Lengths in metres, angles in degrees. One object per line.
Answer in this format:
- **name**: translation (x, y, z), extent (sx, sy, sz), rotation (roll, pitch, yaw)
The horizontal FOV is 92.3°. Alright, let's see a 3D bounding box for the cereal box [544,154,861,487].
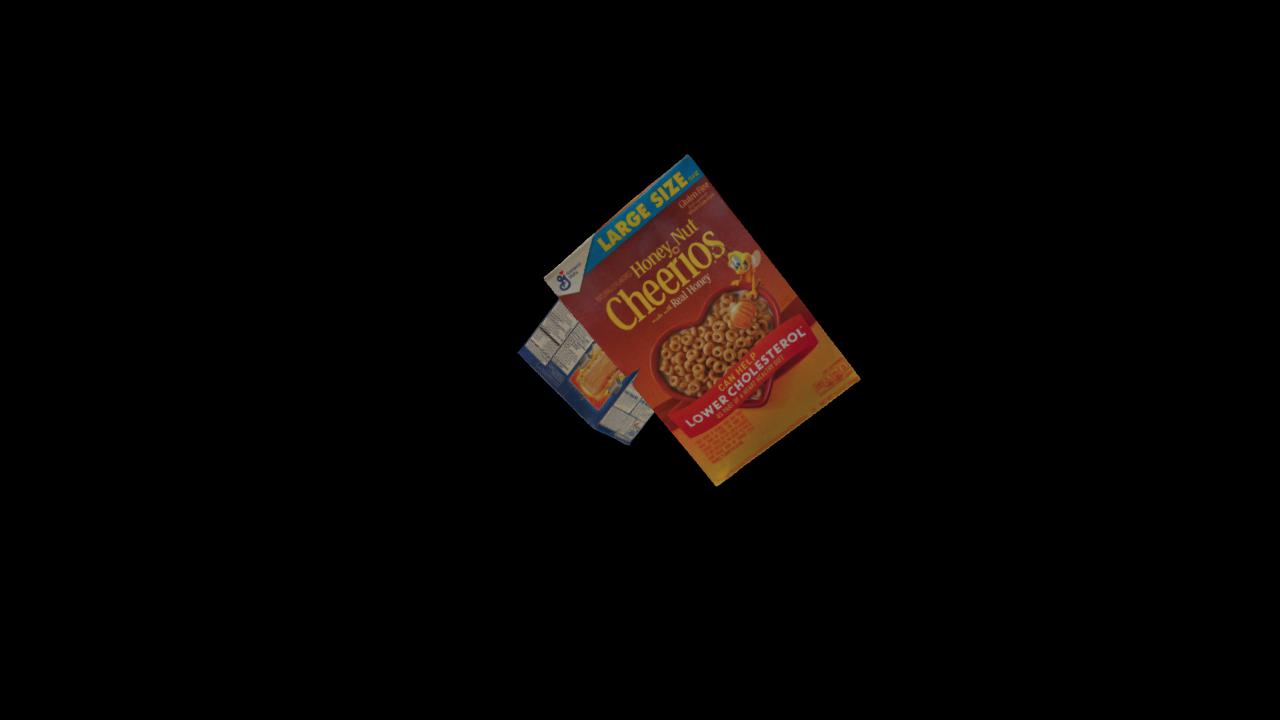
- **cereal box**: translation (0.067, -0.039, 0.686), extent (0.203, 0.306, 0.081), rotation (-38, 7, 7)

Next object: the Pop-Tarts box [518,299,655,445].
- **Pop-Tarts box**: translation (-0.040, -0.008, 0.742), extent (0.167, 0.141, 0.083), rotation (39, 3, 36)
